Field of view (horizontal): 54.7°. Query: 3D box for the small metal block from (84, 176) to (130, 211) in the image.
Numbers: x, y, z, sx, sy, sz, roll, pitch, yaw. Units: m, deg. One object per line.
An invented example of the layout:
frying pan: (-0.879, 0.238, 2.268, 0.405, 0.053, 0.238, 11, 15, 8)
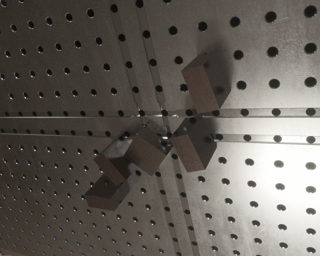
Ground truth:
small metal block: (-0.085, 0.105, 0.503, 0.050, 0.050, 0.025, 2, 119, 27)

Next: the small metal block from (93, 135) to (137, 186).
small metal block: (-0.060, 0.047, 0.454, 0.025, 0.050, 0.050, -33, 100, 38)

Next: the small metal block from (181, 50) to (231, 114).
small metal block: (0.052, -0.050, 0.336, 0.025, 0.050, 0.050, -11, 113, 32)

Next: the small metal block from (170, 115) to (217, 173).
small metal block: (0.043, 0.019, 0.383, 0.025, 0.050, 0.050, -16, 110, 34)

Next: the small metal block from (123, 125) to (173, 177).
small metal block: (-0.017, 0.033, 0.439, 0.050, 0.025, 0.050, 35, 129, 4)
